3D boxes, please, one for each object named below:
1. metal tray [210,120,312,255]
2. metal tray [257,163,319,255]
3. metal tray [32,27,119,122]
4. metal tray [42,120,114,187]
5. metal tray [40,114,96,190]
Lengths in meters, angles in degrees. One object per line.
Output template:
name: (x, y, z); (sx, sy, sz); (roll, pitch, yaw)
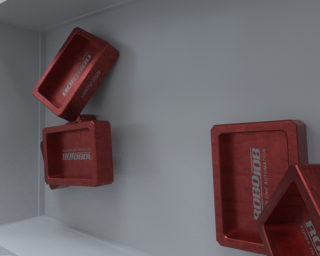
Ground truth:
metal tray: (0.102, 0.059, 0.318); (0.090, 0.030, 0.129); (-4, 87, 39)
metal tray: (0.112, 0.100, 0.211); (0.130, 0.030, 0.089); (-96, 10, -45)
metal tray: (-0.133, -0.085, 0.481); (0.090, 0.030, 0.130); (34, 90, 34)
metal tray: (-0.127, 0.039, 0.465); (0.130, 0.030, 0.089); (-6, 86, 39)
metal tray: (-0.149, 0.043, 0.522); (0.130, 0.030, 0.090); (-29, 72, 36)
